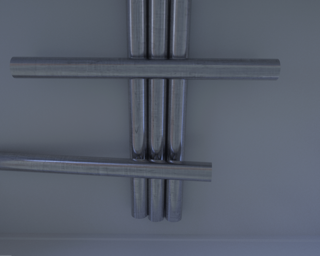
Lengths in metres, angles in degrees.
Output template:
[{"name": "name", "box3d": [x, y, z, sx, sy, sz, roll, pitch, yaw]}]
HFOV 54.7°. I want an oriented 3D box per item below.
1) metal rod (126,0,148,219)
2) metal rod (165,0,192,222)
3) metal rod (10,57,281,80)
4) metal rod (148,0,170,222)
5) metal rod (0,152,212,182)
[{"name": "metal rod", "box3d": [-0.028, -0.013, 0.405, 0.025, 0.025, 0.298, 0, 110, 0]}, {"name": "metal rod", "box3d": [0.022, -0.008, 0.406, 0.025, 0.025, 0.298, 1, 110, 0]}, {"name": "metal rod", "box3d": [-0.016, -0.069, 0.358, 0.302, 0.025, 0.025, 0, 110, 0]}, {"name": "metal rod", "box3d": [-0.004, -0.008, 0.407, 0.025, 0.025, 0.298, 1, 110, 0]}, {"name": "metal rod", "box3d": [-0.085, 0.050, 0.409, 0.302, 0.025, 0.025, 2, 110, 6]}]
